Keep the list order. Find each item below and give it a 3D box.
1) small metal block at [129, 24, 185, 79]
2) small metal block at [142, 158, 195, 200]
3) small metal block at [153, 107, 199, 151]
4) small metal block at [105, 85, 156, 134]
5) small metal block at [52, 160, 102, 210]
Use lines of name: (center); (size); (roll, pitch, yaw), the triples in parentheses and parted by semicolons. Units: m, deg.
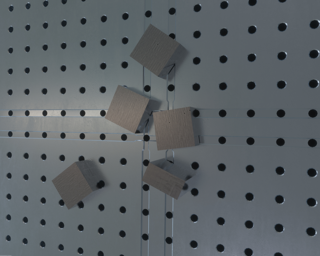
small metal block: (-0.003, -0.102, 0.414); (0.050, 0.025, 0.050); (38, 102, 16)
small metal block: (0.012, 0.063, 0.395); (0.050, 0.050, 0.025); (26, 99, 18)
small metal block: (0.021, 0.001, 0.405); (0.050, 0.025, 0.050); (-8, 87, 20)
small metal block: (-0.041, -0.026, 0.427); (0.050, 0.025, 0.050); (26, 99, 18)
small metal block: (-0.122, 0.083, 0.457); (0.050, 0.025, 0.050); (-38, 78, 16)
